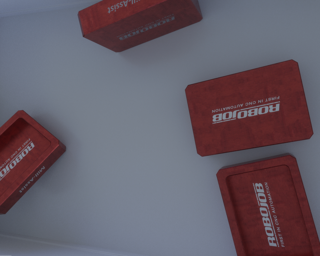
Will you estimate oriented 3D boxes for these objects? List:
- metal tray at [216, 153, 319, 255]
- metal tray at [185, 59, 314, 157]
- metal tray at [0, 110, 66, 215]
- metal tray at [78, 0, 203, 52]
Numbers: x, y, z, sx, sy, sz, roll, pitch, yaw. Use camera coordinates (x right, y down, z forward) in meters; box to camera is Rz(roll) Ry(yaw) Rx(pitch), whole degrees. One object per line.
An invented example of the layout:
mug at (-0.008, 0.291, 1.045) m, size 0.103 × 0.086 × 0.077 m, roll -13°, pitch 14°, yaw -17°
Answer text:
metal tray at (0.127, 0.102, 0.362) m, size 0.090 × 0.030 × 0.129 m, roll -15°, pitch 85°, yaw 19°
metal tray at (0.103, -0.021, 0.371) m, size 0.130 × 0.030 × 0.090 m, roll -12°, pitch 86°, yaw 19°
metal tray at (-0.217, 0.048, 0.454) m, size 0.090 × 0.030 × 0.130 m, roll 36°, pitch 74°, yaw 16°
metal tray at (-0.021, -0.138, 0.383) m, size 0.130 × 0.090 × 0.030 m, roll -16°, pitch 85°, yaw 19°
